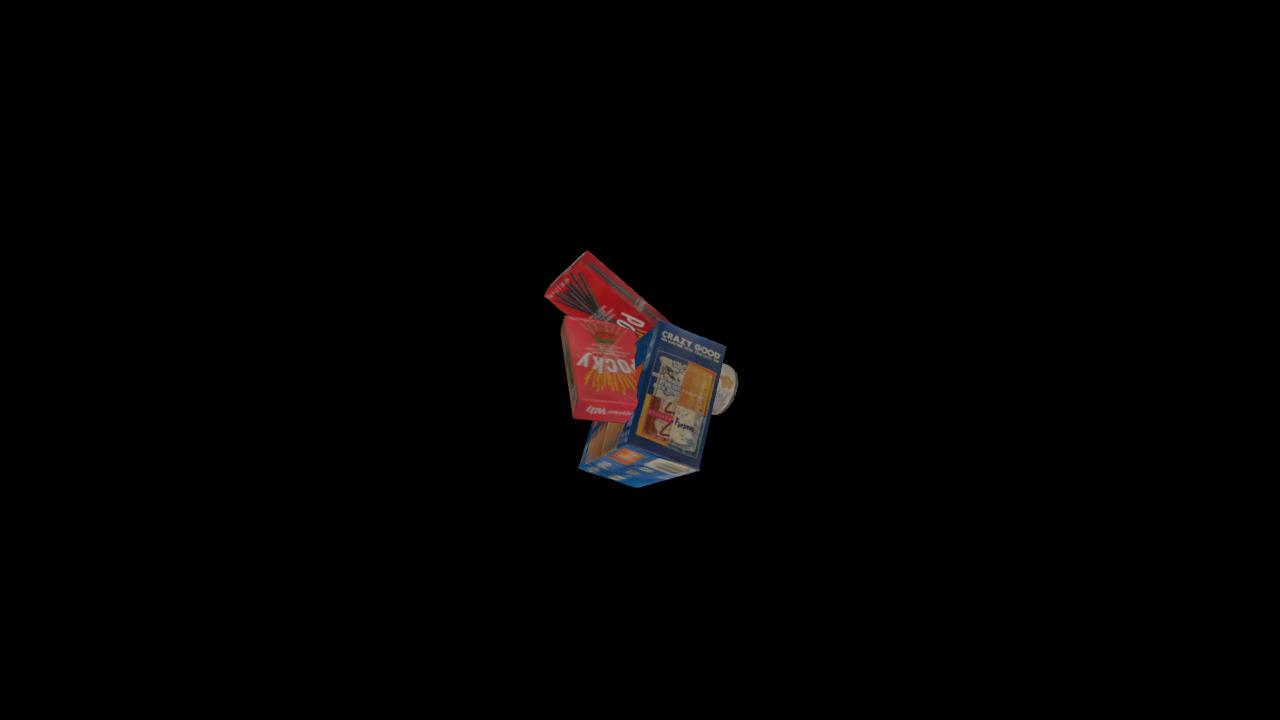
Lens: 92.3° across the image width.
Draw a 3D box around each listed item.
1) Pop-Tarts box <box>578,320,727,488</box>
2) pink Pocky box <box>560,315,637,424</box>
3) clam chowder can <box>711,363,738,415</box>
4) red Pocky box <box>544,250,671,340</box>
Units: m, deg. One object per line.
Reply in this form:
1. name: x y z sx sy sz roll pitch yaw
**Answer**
1. Pop-Tarts box: 0.009 0.056 0.683 0.083 0.141 0.167 23 -24 -15
2. pink Pocky box: -0.036 0.008 0.653 0.084 0.029 0.155 7 33 -17
3. clam chowder can: 0.061 0.023 0.753 0.102 0.068 0.068 21 -9 -23
4. red Pocky box: -0.029 -0.052 0.719 0.155 0.028 0.083 39 -43 -16
